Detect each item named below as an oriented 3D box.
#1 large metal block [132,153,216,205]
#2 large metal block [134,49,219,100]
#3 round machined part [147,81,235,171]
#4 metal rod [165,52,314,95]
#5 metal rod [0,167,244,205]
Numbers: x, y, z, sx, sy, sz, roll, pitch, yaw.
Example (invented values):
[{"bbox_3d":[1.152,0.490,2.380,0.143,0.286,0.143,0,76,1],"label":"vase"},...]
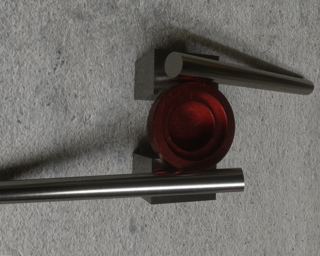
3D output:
[{"bbox_3d":[0.015,0.059,0.387,0.081,0.080,0.050,1,90,-20],"label":"large metal block"},{"bbox_3d":[0.017,-0.061,0.388,0.081,0.080,0.050,1,90,-20],"label":"large metal block"},{"bbox_3d":[0.032,-0.002,0.351,0.099,0.042,0.097,0,90,-21],"label":"round machined part"},{"bbox_3d":[0.125,-0.063,0.401,0.302,0.025,0.025,-1,91,-42],"label":"metal rod"},{"bbox_3d":[-0.066,0.063,0.328,0.302,0.025,0.025,-4,92,2],"label":"metal rod"}]
